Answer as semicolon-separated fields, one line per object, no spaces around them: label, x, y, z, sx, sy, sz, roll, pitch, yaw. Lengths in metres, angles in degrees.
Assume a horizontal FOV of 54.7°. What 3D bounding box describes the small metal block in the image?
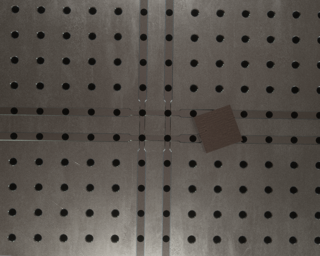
small metal block;0.076;0.001;0.414;0.050;0.025;0.050;-19;90;-1
